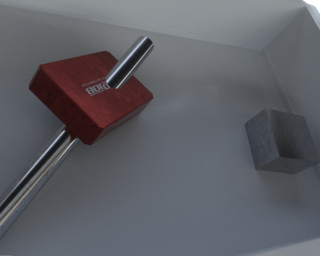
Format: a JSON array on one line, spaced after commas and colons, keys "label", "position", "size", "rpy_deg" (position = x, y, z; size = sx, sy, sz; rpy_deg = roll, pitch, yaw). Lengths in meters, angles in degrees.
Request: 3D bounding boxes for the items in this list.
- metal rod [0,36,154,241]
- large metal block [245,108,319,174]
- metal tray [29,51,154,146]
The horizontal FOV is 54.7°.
[{"label": "metal rod", "position": [-0.088, -0.005, 0.338], "size": [0.025, 0.025, 0.301], "rpy_deg": [36, 58, -5]}, {"label": "large metal block", "position": [0.187, 0.022, 0.480], "size": [0.081, 0.050, 0.080], "rpy_deg": [9, 58, -24]}, {"label": "metal tray", "position": [-0.072, -0.042, 0.362], "size": [0.090, 0.030, 0.131], "rpy_deg": [44, 30, 2]}]
